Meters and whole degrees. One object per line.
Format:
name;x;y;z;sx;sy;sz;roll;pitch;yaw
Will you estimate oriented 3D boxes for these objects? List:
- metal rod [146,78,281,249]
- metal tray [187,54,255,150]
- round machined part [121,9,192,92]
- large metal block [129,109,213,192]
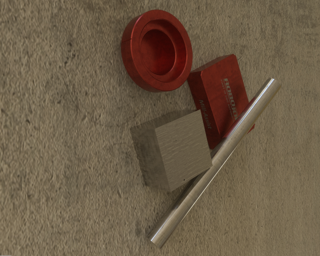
metal rod;0.086;0.040;0.445;0.301;0.025;0.025;-49;120;-17
metal tray;0.099;-0.040;0.487;0.091;0.030;0.129;-33;111;-35
round machined part;-0.008;-0.093;0.388;0.099;0.042;0.097;0;90;-40
large metal block;0.016;0.026;0.404;0.081;0.050;0.080;-24;105;-38
